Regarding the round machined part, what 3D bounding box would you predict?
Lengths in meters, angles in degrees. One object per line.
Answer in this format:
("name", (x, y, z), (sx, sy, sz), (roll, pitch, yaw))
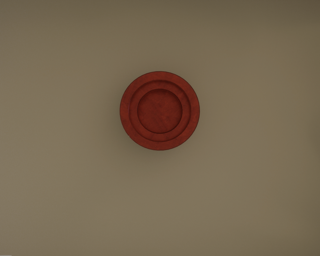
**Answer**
("round machined part", (0.000, -0.021, 0.400), (0.099, 0.042, 0.097), (0, 90, 0))
